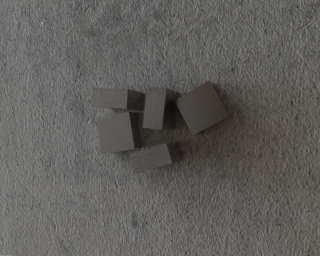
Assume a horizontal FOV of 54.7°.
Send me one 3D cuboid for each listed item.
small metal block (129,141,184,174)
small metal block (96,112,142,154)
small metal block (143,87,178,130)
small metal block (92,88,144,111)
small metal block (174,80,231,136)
[{"bbox_3d":[-0.003,0.037,0.397,0.050,0.050,0.025,-18,84,19],"label":"small metal block"},{"bbox_3d":[-0.056,0.007,0.429,0.050,0.025,0.050,-10,87,19],"label":"small metal block"},{"bbox_3d":[0.002,-0.024,0.395,0.025,0.050,0.050,7,92,20],"label":"small metal block"},{"bbox_3d":[-0.055,-0.038,0.415,0.050,0.050,0.025,4,92,20],"label":"small metal block"},{"bbox_3d":[0.054,-0.024,0.390,0.050,0.025,0.050,-30,81,17],"label":"small metal block"}]
